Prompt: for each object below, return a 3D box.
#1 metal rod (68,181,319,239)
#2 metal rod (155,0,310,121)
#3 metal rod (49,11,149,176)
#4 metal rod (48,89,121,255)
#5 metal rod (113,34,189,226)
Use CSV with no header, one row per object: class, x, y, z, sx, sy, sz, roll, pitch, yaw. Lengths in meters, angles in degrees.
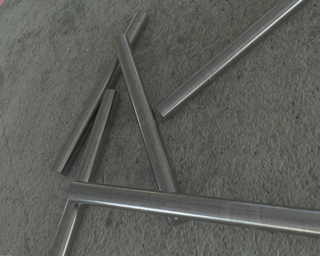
metal rod,0.044,0.079,0.304,0.301,0.025,0.025,3,63,20
metal rod,0.116,-0.115,0.413,0.300,0.025,0.025,-40,51,0
metal rod,-0.089,-0.066,0.490,0.025,0.025,0.300,11,67,33
metal rod,-0.104,0.079,0.409,0.025,0.025,0.300,-1,61,28
metal rod,-0.021,-0.019,0.412,0.025,0.025,0.299,-27,57,12
